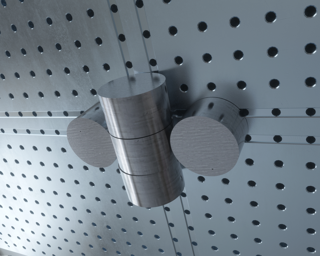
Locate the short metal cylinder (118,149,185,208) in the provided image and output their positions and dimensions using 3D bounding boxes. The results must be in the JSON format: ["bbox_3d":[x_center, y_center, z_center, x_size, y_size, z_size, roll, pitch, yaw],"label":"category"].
[{"bbox_3d":[-0.010,0.061,0.417,0.080,0.080,0.050,1,119,27],"label":"short metal cylinder"}]

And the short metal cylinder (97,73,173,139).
[{"bbox_3d":[-0.028,-0.029,0.370,0.080,0.080,0.050,3,120,26],"label":"short metal cylinder"}]

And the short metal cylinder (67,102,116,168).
[{"bbox_3d":[-0.084,0.010,0.442,0.080,0.050,0.079,13,124,20],"label":"short metal cylinder"}]

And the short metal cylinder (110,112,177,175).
[{"bbox_3d":[-0.019,0.016,0.393,0.080,0.080,0.050,2,119,27],"label":"short metal cylinder"}]

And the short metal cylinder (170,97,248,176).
[{"bbox_3d":[0.059,0.010,0.368,0.080,0.050,0.079,13,124,20],"label":"short metal cylinder"}]
